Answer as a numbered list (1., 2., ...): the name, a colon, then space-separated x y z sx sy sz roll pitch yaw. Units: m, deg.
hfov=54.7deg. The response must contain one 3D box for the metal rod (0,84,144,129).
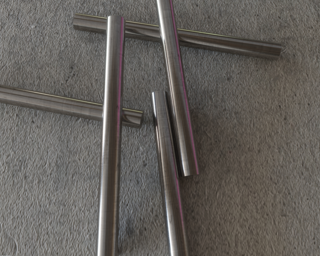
1. metal rod: -0.172 -0.038 0.420 0.302 0.025 0.025 11 70 3

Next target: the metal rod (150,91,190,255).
1. metal rod: 0.016 0.094 0.373 0.025 0.025 0.299 -6 70 -2

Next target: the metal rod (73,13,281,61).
1. metal rod: 0.023 -0.135 0.457 0.302 0.025 0.025 10 70 3

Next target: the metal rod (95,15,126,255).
1. metal rod: -0.060 0.003 0.383 0.025 0.025 0.299 1 79 0

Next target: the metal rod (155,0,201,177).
1. metal rod: 0.019 -0.085 0.419 0.025 0.025 0.299 -7 77 -3
